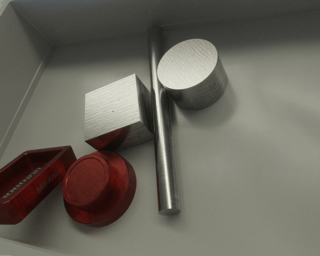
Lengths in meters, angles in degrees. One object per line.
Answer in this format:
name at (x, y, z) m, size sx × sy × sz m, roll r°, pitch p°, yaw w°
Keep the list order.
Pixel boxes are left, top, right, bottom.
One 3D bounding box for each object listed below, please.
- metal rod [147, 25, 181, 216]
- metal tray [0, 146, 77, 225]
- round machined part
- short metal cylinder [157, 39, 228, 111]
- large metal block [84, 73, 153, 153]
metal rod at (0.001, -0.032, 0.423) m, size 0.025 × 0.025 × 0.299 m, roll -17°, pitch 55°, yaw 18°
metal tray at (-0.180, 0.070, 0.405) m, size 0.090 × 0.030 × 0.131 m, roll -7°, pitch 23°, yaw 23°
round machined part at (-0.083, 0.072, 0.393) m, size 0.098 × 0.042 × 0.098 m, roll -13°, pitch 56°, yaw 20°
short metal cylinder at (0.043, -0.070, 0.409) m, size 0.080 × 0.050 × 0.080 m, roll -13°, pitch 56°, yaw 20°
large metal block at (-0.055, -0.017, 0.427) m, size 0.080 × 0.050 × 0.080 m, roll -20°, pitch 54°, yaw 16°
